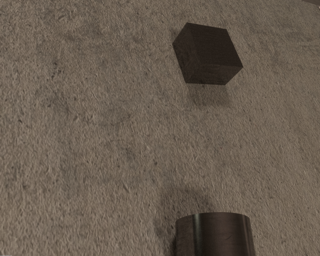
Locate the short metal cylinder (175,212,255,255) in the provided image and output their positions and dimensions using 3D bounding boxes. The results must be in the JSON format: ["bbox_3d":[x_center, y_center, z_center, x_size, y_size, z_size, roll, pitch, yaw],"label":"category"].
[{"bbox_3d":[0.057,0.124,0.325,0.081,0.080,0.050,13,56,-22],"label":"short metal cylinder"}]

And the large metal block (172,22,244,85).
[{"bbox_3d":[0.076,-0.118,0.503,0.081,0.050,0.080,-2,63,-29],"label":"large metal block"}]
